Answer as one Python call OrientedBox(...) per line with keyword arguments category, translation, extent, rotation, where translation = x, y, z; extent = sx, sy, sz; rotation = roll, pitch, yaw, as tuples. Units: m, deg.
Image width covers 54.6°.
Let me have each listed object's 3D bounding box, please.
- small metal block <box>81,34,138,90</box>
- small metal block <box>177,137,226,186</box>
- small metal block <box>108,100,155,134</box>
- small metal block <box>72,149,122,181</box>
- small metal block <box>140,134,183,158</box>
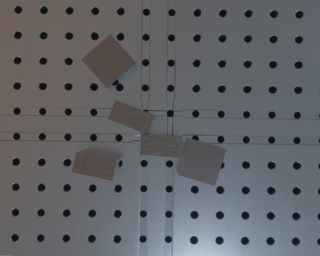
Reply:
OrientedBox(category="small metal block", translation=(-0.066, -0.086, 0.413), extent=(0.050, 0.025, 0.050), rotation=(-41, 90, 0))
OrientedBox(category="small metal block", translation=(0.055, 0.044, 0.414), extent=(0.050, 0.025, 0.050), rotation=(17, 90, 0))
OrientedBox(category="small metal block", translation=(-0.035, -0.014, 0.401), extent=(0.050, 0.050, 0.025), rotation=(20, 90, 0))
OrientedBox(category="small metal block", translation=(-0.080, 0.046, 0.400), extent=(0.050, 0.050, 0.025), rotation=(12, 90, 0))
OrientedBox(category="small metal block", translation=(0.002, 0.022, 0.401), extent=(0.050, 0.050, 0.025), rotation=(5, 90, 0))
